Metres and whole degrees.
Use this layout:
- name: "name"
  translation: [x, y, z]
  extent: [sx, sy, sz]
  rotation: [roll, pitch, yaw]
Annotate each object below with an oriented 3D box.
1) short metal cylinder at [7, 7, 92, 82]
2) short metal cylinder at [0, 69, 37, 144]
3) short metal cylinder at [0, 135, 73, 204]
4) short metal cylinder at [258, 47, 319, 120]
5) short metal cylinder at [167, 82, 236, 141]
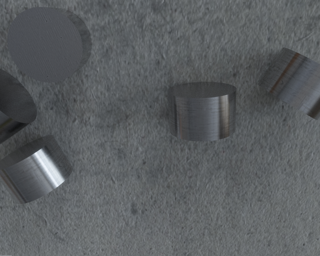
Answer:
- name: "short metal cylinder"
  translation: [-0.124, -0.097, 0.359]
  extent: [0.081, 0.050, 0.079]
  rotation: [0, 110, -1]
- name: "short metal cylinder"
  translation: [-0.196, -0.026, 0.368]
  extent: [0.050, 0.080, 0.080]
  rotation: [-33, 107, 11]
- name: "short metal cylinder"
  translation: [-0.161, 0.051, 0.397]
  extent: [0.080, 0.080, 0.050]
  rotation: [-23, 109, 8]
- name: "short metal cylinder"
  translation: [0.164, -0.052, 0.364]
  extent: [0.080, 0.080, 0.050]
  rotation: [28, 108, -10]
- name: "short metal cylinder"
  translation: [0.050, -0.022, 0.373]
  extent: [0.081, 0.080, 0.050]
  rotation: [-3, 110, 1]
